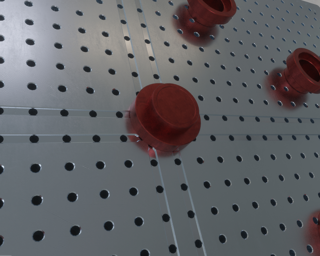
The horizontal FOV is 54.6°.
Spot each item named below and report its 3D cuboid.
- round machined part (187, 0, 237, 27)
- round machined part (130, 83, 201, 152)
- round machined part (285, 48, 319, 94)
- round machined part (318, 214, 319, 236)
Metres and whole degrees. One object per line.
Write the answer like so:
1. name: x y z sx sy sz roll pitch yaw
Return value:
1. round machined part: 0.092 -0.232 0.588 0.099 0.042 0.098 13 56 -21
2. round machined part: 0.013 -0.021 0.417 0.099 0.042 0.098 13 56 -21
3. round machined part: 0.290 -0.108 0.618 0.099 0.042 0.098 13 56 -21
4. round machined part: 0.286 0.157 0.454 0.099 0.042 0.098 13 56 -21
